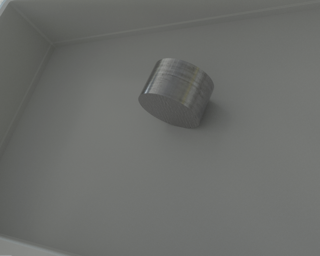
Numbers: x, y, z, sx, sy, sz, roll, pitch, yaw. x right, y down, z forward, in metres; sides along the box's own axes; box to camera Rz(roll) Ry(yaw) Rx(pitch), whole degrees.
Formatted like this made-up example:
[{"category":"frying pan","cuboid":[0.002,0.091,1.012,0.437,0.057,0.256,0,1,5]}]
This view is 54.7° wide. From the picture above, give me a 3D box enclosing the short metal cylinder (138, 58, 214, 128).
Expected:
[{"category":"short metal cylinder","cuboid":[0.020,-0.041,0.384,0.080,0.080,0.050,12,68,33]}]
